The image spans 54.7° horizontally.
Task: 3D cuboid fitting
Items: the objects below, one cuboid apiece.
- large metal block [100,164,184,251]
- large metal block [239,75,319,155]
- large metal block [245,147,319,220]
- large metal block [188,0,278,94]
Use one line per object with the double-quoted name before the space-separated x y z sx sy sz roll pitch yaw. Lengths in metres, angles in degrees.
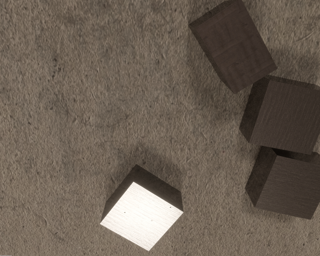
"large metal block" -0.025 0.112 0.437 0.080 0.050 0.080 34 106 -12
"large metal block" 0.156 -0.019 0.392 0.081 0.050 0.079 11 110 -5
"large metal block" 0.175 0.070 0.425 0.081 0.050 0.079 13 110 -6
"large metal block" 0.077 -0.093 0.347 0.050 0.080 0.080 -32 107 11
